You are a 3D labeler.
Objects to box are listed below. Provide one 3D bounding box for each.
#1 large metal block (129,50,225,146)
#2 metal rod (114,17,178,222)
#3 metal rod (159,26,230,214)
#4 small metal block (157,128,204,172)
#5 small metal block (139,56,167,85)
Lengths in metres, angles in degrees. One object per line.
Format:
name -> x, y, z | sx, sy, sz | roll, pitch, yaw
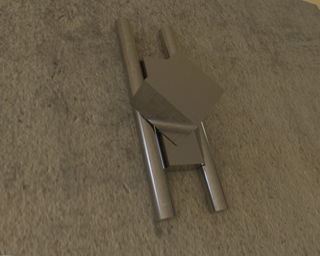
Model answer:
large metal block -> 0.023, -0.039, 0.392 | 0.080, 0.050, 0.080 | 42, 51, 0
metal rod -> -0.025, -0.029, 0.411 | 0.025, 0.025, 0.299 | 1, 61, -28
metal rod -> 0.042, -0.028, 0.448 | 0.025, 0.025, 0.299 | 1, 61, -28
small metal block -> 0.023, 0.029, 0.401 | 0.050, 0.025, 0.050 | 1, 61, -28
small metal block -> -0.002, -0.074, 0.449 | 0.050, 0.025, 0.050 | 1, 61, -28
